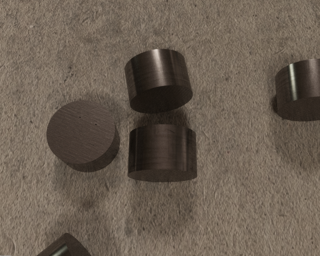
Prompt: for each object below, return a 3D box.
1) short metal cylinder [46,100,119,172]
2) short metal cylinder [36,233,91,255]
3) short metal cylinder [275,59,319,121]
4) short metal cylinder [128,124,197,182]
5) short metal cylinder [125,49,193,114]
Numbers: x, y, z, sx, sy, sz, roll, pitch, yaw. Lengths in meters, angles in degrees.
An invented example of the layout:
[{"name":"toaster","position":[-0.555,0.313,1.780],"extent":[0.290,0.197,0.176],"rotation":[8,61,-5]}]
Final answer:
[{"name":"short metal cylinder","position":[-0.094,0.012,0.389],"extent":[0.081,0.050,0.080],"rotation":[0,70,0]},{"name":"short metal cylinder","position":[-0.096,0.158,0.320],"extent":[0.050,0.080,0.080],"rotation":[-38,75,-13]},{"name":"short metal cylinder","position":[0.192,-0.046,0.398],"extent":[0.081,0.080,0.050],"rotation":[3,70,1]},{"name":"short metal cylinder","position":[0.003,0.033,0.367],"extent":[0.081,0.080,0.050],"rotation":[1,70,0]},{"name":"short metal cylinder","position":[-0.002,-0.058,0.400],"extent":[0.081,0.080,0.050],"rotation":[-9,71,-4]}]
